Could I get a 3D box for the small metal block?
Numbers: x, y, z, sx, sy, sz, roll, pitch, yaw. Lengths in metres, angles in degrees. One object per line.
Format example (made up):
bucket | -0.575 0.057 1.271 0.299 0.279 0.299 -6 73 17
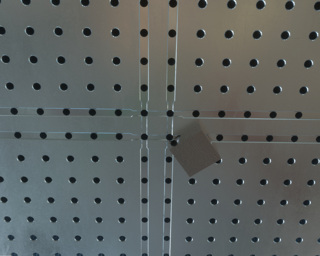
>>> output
small metal block | 0.047 0.031 0.425 0.050 0.025 0.050 -33 107 11
